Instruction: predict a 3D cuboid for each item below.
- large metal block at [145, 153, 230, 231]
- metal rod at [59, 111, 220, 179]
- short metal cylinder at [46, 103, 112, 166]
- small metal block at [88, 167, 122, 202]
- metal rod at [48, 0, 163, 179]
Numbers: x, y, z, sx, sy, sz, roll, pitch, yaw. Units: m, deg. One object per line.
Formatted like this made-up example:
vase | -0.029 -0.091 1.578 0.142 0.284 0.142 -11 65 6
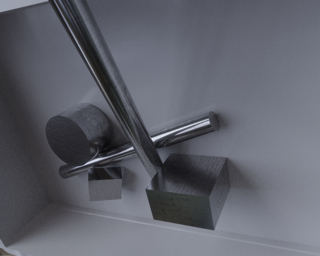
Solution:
large metal block | 0.039 0.078 0.399 0.080 0.080 0.050 2 119 27
metal rod | -0.050 0.034 0.454 0.300 0.025 0.025 -20 108 35
short metal cylinder | -0.119 0.009 0.455 0.080 0.050 0.079 13 120 24
small metal block | -0.087 0.089 0.489 0.050 0.025 0.050 -2 130 -12
metal rod | -0.036 -0.015 0.337 0.025 0.025 0.299 9 147 23
